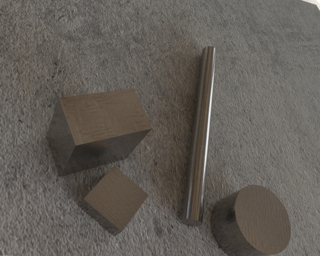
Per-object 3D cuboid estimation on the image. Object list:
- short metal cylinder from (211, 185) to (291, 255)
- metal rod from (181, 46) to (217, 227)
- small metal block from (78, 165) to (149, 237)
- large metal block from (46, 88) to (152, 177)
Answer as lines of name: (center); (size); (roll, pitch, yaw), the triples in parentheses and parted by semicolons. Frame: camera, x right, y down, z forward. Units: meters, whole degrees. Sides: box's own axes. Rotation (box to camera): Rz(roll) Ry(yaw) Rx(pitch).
short metal cylinder: (0.110, 0.116, 0.378); (0.081, 0.050, 0.080); (14, 56, -21)
metal rod: (0.061, -0.010, 0.444); (0.025, 0.025, 0.300); (23, 53, -15)
small metal block: (-0.049, 0.077, 0.331); (0.050, 0.025, 0.050); (41, 51, -1)
large metal block: (-0.068, 0.005, 0.330); (0.081, 0.080, 0.050); (-13, 69, -34)
